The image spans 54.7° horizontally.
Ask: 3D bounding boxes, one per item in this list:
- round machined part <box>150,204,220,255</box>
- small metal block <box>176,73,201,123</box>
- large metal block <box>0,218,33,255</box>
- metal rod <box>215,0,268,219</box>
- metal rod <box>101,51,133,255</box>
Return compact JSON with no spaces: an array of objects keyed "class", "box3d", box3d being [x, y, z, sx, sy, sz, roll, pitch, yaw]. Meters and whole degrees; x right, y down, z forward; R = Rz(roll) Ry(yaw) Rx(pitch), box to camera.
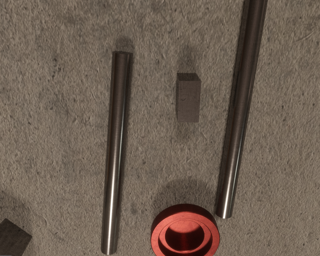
[{"class":"round machined part","box3d":[0.036,0.153,0.458,0.099,0.042,0.097,0,110,-1]},{"class":"small metal block","box3d":[0.034,-0.039,0.383,0.025,0.050,0.050,1,110,-1]},{"class":"large metal block","box3d":[-0.245,0.193,0.448,0.080,0.080,0.050,-43,105,14]},{"class":"metal rod","box3d":[0.103,-0.013,0.406,0.025,0.025,0.298,3,110,-2]},{"class":"metal rod","box3d":[-0.062,0.048,0.426,0.025,0.025,0.298,6,110,-3]}]
